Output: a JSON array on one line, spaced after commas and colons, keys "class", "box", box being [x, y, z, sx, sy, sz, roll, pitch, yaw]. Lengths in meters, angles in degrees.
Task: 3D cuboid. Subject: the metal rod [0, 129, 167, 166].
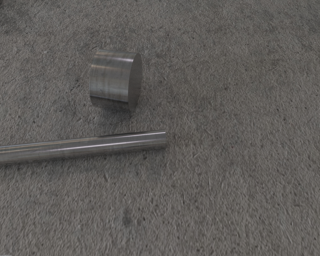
[{"class": "metal rod", "box": [-0.143, 0.029, 0.377, 0.302, 0.025, 0.025, -6, 50, -5]}]

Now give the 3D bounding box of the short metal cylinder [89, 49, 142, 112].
[{"class": "short metal cylinder", "box": [-0.058, -0.064, 0.421, 0.050, 0.080, 0.080, 8, 51, 7]}]

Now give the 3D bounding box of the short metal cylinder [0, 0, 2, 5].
[{"class": "short metal cylinder", "box": [-0.363, -0.269, 0.610, 0.081, 0.050, 0.080, 0, 50, 0]}]
